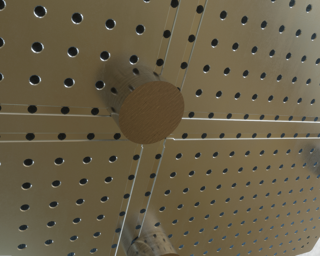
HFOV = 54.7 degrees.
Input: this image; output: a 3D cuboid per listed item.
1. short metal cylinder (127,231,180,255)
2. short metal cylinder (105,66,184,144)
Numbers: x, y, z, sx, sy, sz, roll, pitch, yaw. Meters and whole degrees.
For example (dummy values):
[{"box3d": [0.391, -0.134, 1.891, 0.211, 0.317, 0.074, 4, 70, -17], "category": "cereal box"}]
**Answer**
[{"box3d": [-0.009, 0.224, 0.528, 0.081, 0.050, 0.079, -14, 124, -21], "category": "short metal cylinder"}, {"box3d": [-0.018, -0.027, 0.368, 0.081, 0.050, 0.079, -14, 124, -21], "category": "short metal cylinder"}]
